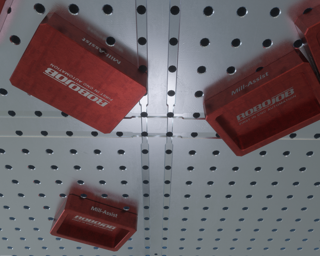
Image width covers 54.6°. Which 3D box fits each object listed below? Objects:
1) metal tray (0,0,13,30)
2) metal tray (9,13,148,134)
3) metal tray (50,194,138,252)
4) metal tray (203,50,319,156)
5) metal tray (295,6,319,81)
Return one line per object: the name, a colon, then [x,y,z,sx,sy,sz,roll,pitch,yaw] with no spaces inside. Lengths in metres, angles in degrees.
metal tray: [-0.220,-0.131,0.295,0.131,0.030,0.090,28,125,-22]
metal tray: [-0.091,-0.056,0.360,0.131,0.030,0.090,30,124,-24]
metal tray: [-0.117,0.173,0.553,0.131,0.030,0.090,23,126,-19]
metal tray: [0.132,-0.025,0.387,0.130,0.030,0.090,-30,124,23]
metal tray: [0.216,-0.084,0.338,0.090,0.030,0.130,-27,125,21]
